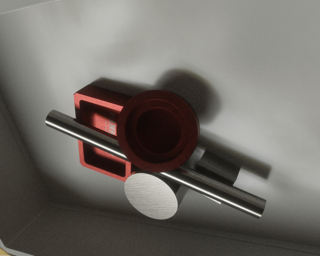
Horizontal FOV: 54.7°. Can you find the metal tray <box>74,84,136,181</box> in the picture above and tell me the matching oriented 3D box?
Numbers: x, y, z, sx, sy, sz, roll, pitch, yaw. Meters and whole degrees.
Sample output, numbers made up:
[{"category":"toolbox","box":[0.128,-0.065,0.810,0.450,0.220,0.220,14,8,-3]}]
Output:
[{"category":"metal tray","box":[-0.073,0.010,0.445,0.090,0.030,0.129,17,125,18]}]

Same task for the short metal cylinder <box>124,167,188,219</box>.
[{"category":"short metal cylinder","box":[-0.003,0.082,0.440,0.080,0.050,0.079,13,124,20]}]

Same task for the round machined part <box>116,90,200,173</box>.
[{"category":"round machined part","box":[0.000,0.002,0.380,0.098,0.042,0.097,2,97,14]}]

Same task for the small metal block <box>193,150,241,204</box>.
[{"category":"small metal block","box":[0.070,0.065,0.409,0.050,0.025,0.050,28,128,10]}]

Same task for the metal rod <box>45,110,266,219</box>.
[{"category":"metal rod","box":[-0.014,0.042,0.401,0.301,0.025,0.025,22,127,11]}]
